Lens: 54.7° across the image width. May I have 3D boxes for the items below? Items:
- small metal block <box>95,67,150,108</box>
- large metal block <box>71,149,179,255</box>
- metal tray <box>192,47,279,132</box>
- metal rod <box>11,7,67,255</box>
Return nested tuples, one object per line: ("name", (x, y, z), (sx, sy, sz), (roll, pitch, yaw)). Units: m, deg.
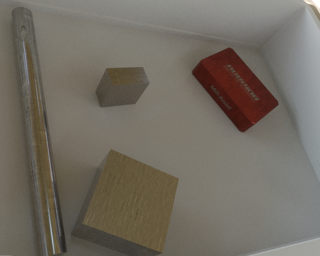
("small metal block", (-0.049, -0.052, 0.396), (0.050, 0.050, 0.025), (-9, 67, -32))
("large metal block", (-0.034, 0.081, 0.323), (0.080, 0.050, 0.080), (25, 53, -13))
("metal tray", (0.126, -0.066, 0.513), (0.091, 0.030, 0.130), (-31, 79, -38))
("metal rod", (-0.138, -0.015, 0.340), (0.025, 0.025, 0.299), (-3, 63, -30))
